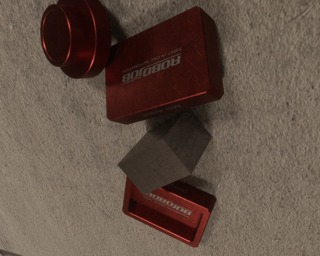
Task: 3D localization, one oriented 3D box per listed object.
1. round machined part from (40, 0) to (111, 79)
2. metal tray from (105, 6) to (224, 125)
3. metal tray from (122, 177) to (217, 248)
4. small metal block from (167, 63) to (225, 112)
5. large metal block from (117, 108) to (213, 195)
[{"bbox_3d":[-0.103,-0.106,0.360,0.098,0.042,0.097,13,109,42],"label":"round machined part"},{"bbox_3d":[-0.002,-0.061,0.333,0.130,0.030,0.090,-14,73,33],"label":"metal tray"},{"bbox_3d":[0.010,0.117,0.469,0.130,0.030,0.089,21,126,14],"label":"metal tray"},{"bbox_3d":[0.037,-0.048,0.340,0.050,0.050,0.025,-27,103,37],"label":"small metal block"},{"bbox_3d":[0.008,0.028,0.383,0.080,0.080,0.050,-32,101,38],"label":"large metal block"}]
